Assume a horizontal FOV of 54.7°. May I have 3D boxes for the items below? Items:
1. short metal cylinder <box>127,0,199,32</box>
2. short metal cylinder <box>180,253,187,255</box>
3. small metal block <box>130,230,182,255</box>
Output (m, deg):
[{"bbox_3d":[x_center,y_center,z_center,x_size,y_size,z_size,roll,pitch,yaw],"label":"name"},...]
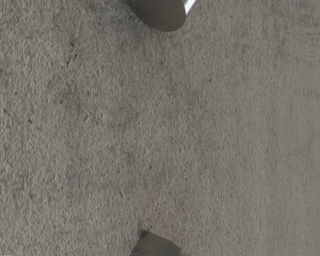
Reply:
[{"bbox_3d":[0.006,-0.164,0.373,0.080,0.080,0.050,44,64,-31],"label":"short metal cylinder"},{"bbox_3d":[0.024,0.210,0.410,0.081,0.050,0.079,0,90,-40],"label":"short metal cylinder"},{"bbox_3d":[-0.009,0.160,0.382,0.025,0.050,0.050,45,63,-31],"label":"small metal block"}]
